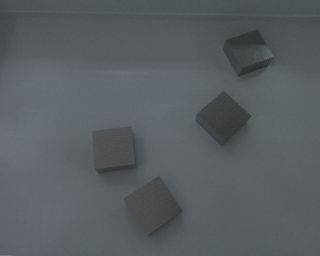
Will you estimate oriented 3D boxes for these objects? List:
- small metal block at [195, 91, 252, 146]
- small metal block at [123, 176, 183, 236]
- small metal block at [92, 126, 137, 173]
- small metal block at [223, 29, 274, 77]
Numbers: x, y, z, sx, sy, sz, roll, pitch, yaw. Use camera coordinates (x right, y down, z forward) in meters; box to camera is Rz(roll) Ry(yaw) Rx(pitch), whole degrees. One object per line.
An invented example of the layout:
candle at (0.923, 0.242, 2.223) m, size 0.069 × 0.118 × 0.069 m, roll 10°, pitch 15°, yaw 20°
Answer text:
small metal block at (0.084, -0.013, 0.415) m, size 0.050 × 0.025 × 0.050 m, roll -40°, pitch 75°, yaw -14°
small metal block at (-0.008, 0.094, 0.375) m, size 0.050 × 0.025 × 0.050 m, roll -32°, pitch 73°, yaw -11°
small metal block at (-0.058, 0.028, 0.399) m, size 0.050 × 0.025 × 0.050 m, roll -7°, pitch 70°, yaw -3°
small metal block at (0.128, -0.109, 0.451) m, size 0.050 × 0.025 × 0.050 m, roll -20°, pitch 72°, yaw -8°
